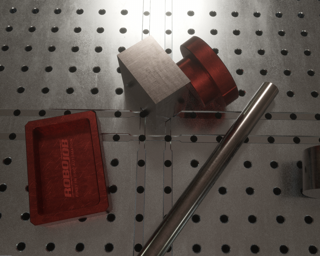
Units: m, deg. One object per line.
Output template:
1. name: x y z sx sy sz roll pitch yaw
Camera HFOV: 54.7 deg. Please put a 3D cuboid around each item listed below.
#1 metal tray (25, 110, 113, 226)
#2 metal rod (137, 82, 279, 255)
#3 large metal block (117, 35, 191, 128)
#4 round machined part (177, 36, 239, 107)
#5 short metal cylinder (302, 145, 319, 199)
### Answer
1. metal tray: -0.115 0.049 0.389 0.091 0.030 0.129 -11 70 -4
2. metal rod: 0.063 0.056 0.391 0.025 0.025 0.300 36 73 12
3. large metal block: -0.008 -0.058 0.404 0.050 0.080 0.080 -34 74 -12
4. round machined part: 0.054 -0.065 0.399 0.042 0.098 0.098 -36 74 2
5. short metal cylinder: 0.212 0.055 0.365 0.080 0.080 0.050 8 70 2
